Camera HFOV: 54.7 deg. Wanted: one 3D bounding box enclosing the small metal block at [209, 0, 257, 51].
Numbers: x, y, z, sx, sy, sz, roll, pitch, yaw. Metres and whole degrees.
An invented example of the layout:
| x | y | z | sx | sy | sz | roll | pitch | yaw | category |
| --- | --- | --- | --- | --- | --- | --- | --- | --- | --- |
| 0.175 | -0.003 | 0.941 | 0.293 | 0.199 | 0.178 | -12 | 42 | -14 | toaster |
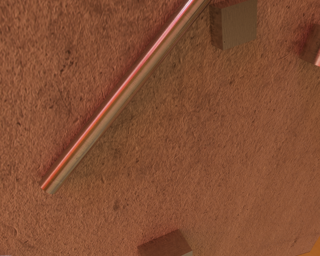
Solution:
| x | y | z | sx | sy | sz | roll | pitch | yaw | category |
| --- | --- | --- | --- | --- | --- | --- | --- | --- | --- |
| 0.090 | -0.129 | 0.378 | 0.050 | 0.025 | 0.050 | -22 | 127 | -15 | small metal block |

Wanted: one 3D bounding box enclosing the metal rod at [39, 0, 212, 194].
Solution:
| x | y | z | sx | sy | sz | roll | pitch | yaw | category |
| --- | --- | --- | --- | --- | --- | --- | --- | --- | --- |
| -0.041 | -0.042 | 0.359 | 0.025 | 0.025 | 0.299 | 34 | 99 | -39 | metal rod |

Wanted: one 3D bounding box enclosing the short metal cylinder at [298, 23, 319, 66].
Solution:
| x | y | z | sx | sy | sz | roll | pitch | yaw | category |
| --- | --- | --- | --- | --- | --- | --- | --- | --- | --- |
| 0.247 | -0.112 | 0.440 | 0.081 | 0.080 | 0.050 | 1 | 118 | -30 | short metal cylinder |

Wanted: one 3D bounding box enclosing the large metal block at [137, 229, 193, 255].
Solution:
| x | y | z | sx | sy | sz | roll | pitch | yaw | category |
| --- | --- | --- | --- | --- | --- | --- | --- | --- | --- |
| 0.010 | 0.237 | 0.545 | 0.081 | 0.050 | 0.079 | -17 | 125 | -19 | large metal block |
